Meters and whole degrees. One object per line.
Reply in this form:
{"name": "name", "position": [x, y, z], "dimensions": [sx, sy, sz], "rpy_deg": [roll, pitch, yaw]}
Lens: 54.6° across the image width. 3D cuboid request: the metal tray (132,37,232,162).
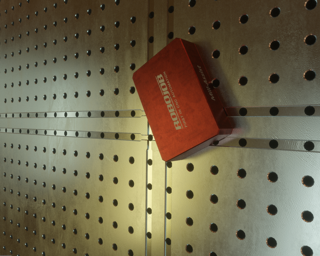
{"name": "metal tray", "position": [0.023, -0.033, 0.388], "dimensions": [0.090, 0.030, 0.130], "rpy_deg": [-32, 70, 35]}
